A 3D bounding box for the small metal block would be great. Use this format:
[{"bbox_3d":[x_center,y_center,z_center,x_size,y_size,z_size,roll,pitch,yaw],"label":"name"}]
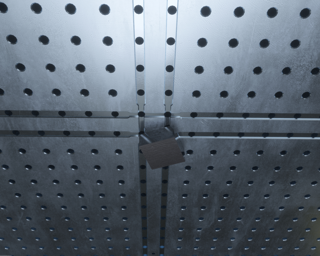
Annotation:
[{"bbox_3d":[0.004,0.028,0.436,0.050,0.025,0.050,-15,129,12],"label":"small metal block"}]
